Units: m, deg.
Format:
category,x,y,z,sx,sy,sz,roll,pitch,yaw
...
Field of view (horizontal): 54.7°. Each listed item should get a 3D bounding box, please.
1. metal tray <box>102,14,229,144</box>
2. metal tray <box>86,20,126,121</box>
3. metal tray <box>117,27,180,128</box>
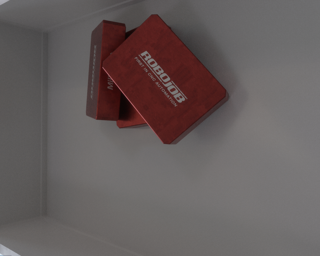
category,x,y,z,sx,sy,sz,roll,pitch,yaw
metal tray,0.005,-0.056,0.364,0.090,0.030,0.130,-41,76,11
metal tray,-0.080,-0.078,0.445,0.090,0.030,0.129,-165,79,-67
metal tray,-0.023,-0.068,0.423,0.090,0.030,0.129,-9,84,39
